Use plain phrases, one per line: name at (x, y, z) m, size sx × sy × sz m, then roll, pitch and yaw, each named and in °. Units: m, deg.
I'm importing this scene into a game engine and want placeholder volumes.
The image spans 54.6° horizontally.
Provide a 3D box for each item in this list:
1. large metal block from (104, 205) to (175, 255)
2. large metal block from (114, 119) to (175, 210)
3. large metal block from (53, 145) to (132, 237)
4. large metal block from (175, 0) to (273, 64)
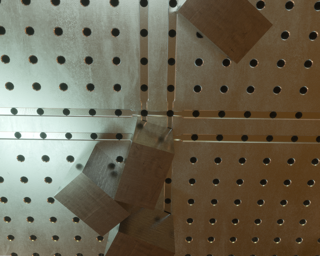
large metal block at (-0.027, 0.153, 0.440) m, size 0.080 × 0.080 × 0.050 m, roll 24°, pitch 108°, yaw -9°
large metal block at (-0.019, 0.044, 0.400) m, size 0.050 × 0.080 × 0.080 m, roll 17°, pitch 109°, yaw -6°
large metal block at (-0.082, 0.080, 0.413) m, size 0.050 × 0.080 × 0.080 m, roll -41°, pitch 105°, yaw 14°
large metal block at (0.064, -0.121, 0.340) m, size 0.080 × 0.080 × 0.050 m, roll 38°, pitch 106°, yaw -13°
